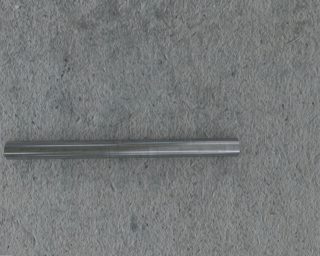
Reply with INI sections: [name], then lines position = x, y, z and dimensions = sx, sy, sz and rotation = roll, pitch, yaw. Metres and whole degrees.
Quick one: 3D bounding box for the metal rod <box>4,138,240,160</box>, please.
[metal rod]
position = -0.048, 0.027, 0.409
dimensions = 0.302, 0.025, 0.025
rotation = -1, 90, 0
